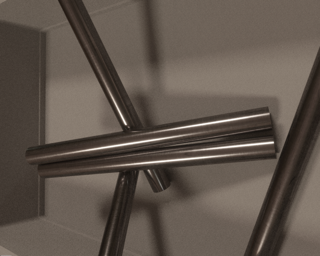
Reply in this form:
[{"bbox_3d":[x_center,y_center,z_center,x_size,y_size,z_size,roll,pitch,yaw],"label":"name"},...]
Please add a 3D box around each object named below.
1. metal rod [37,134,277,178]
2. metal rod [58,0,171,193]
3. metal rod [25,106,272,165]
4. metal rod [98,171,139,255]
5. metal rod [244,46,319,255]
[{"bbox_3d":[-0.022,0.038,0.369,0.301,0.025,0.025,-8,85,22],"label":"metal rod"},{"bbox_3d":[-0.060,-0.055,0.376,0.025,0.025,0.299,-16,104,38],"label":"metal rod"},{"bbox_3d":[-0.028,0.014,0.363,0.301,0.025,0.025,-9,84,18],"label":"metal rod"},{"bbox_3d":[-0.052,0.128,0.339,0.025,0.025,0.300,-28,38,36],"label":"metal rod"},{"bbox_3d":[0.129,0.032,0.299,0.025,0.025,0.298,24,105,37],"label":"metal rod"}]
